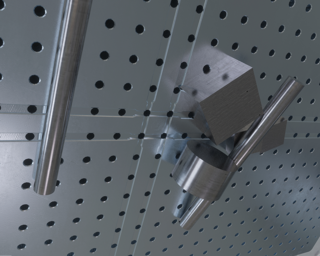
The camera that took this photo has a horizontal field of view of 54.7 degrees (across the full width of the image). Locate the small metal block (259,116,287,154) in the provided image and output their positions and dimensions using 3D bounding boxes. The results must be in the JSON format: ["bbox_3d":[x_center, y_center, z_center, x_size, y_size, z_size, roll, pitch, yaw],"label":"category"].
[{"bbox_3d":[0.180,0.009,0.516,0.050,0.025,0.050,-19,126,-18],"label":"small metal block"}]

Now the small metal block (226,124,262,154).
[{"bbox_3d":[0.134,0.016,0.491,0.050,0.025,0.050,-14,125,-12],"label":"small metal block"}]

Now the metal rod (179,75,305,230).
[{"bbox_3d":[0.113,0.052,0.476,0.025,0.025,0.298,12,121,-34],"label":"metal rod"}]

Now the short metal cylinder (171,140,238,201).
[{"bbox_3d":[0.064,0.060,0.448,0.081,0.080,0.050,14,111,-34],"label":"short metal cylinder"}]

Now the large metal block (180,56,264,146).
[{"bbox_3d":[0.085,-0.037,0.419,0.080,0.050,0.080,-34,129,-6],"label":"large metal block"}]

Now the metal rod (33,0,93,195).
[{"bbox_3d":[-0.099,-0.056,0.322,0.025,0.025,0.298,4,117,-31],"label":"metal rod"}]
